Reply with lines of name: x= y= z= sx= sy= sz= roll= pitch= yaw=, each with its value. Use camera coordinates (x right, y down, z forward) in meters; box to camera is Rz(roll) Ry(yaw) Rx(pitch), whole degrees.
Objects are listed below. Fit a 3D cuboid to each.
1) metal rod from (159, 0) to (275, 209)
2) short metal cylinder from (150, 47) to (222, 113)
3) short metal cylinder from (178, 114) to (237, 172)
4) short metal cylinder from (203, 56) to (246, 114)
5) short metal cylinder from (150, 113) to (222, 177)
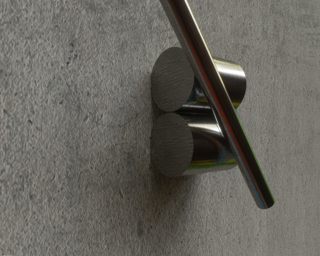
metal rod: x=0.076 y=-0.018 z=0.366 sx=0.025 sy=0.025 sz=0.299 roll=-44 pitch=117 yaw=-31
short metal cylinder: x=0.032 y=-0.059 z=0.398 sx=0.050 sy=0.080 sz=0.080 roll=1 pitch=90 yaw=-40
short metal cylinder: x=0.070 y=0.021 z=0.430 sx=0.050 sy=0.080 sz=0.080 roll=1 pitch=90 yaw=-40
short metal cylinder: x=0.071 y=-0.059 z=0.430 sx=0.050 sy=0.080 sz=0.080 roll=1 pitch=90 yaw=-40
short metal cylinder: x=0.031 y=0.021 z=0.397 sx=0.050 sy=0.080 sz=0.080 roll=1 pitch=90 yaw=-40
